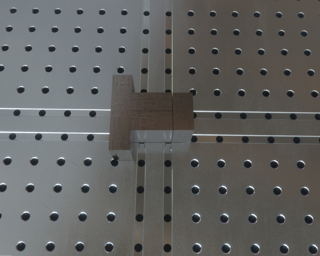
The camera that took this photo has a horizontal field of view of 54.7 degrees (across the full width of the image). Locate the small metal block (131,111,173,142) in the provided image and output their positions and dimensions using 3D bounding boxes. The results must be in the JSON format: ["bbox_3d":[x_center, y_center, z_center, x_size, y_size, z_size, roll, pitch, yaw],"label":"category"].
[{"bbox_3d":[-0.010,-0.001,0.398,0.050,0.050,0.025,0,70,-1],"label":"small metal block"}]

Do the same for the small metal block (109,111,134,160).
[{"bbox_3d":[-0.048,0.011,0.393,0.025,0.050,0.050,0,70,0],"label":"small metal block"}]

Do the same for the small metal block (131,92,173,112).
[{"bbox_3d":[-0.010,-0.024,0.406,0.050,0.050,0.025,0,70,-1],"label":"small metal block"}]

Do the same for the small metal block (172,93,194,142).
[{"bbox_3d":[0.028,-0.013,0.403,0.025,0.050,0.050,0,70,0],"label":"small metal block"}]

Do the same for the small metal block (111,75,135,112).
[{"bbox_3d":[-0.048,-0.036,0.410,0.025,0.050,0.050,0,70,0],"label":"small metal block"}]
